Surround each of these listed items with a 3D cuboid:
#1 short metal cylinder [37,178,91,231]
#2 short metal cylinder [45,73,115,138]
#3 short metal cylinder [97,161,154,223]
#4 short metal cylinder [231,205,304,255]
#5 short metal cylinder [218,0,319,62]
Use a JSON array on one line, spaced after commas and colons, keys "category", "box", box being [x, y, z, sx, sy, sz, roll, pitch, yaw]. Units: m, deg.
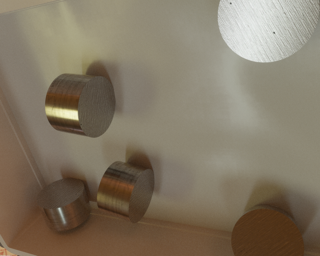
[{"category": "short metal cylinder", "box": [-0.167, 0.132, 0.543, 0.080, 0.080, 0.050, 5, 121, 25]}, {"category": "short metal cylinder", "box": [-0.102, -0.030, 0.408, 0.050, 0.080, 0.079, 9, 122, 23]}, {"category": "short metal cylinder", "box": [-0.048, 0.093, 0.456, 0.050, 0.080, 0.079, 12, 124, 22]}, {"category": "short metal cylinder", "box": [0.132, 0.138, 0.383, 0.080, 0.050, 0.080, -3, 81, 20]}, {"category": "short metal cylinder", "box": [0.098, -0.105, 0.276, 0.080, 0.050, 0.079, 13, 124, 21]}]
